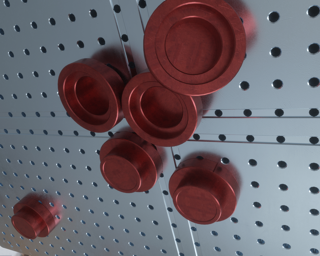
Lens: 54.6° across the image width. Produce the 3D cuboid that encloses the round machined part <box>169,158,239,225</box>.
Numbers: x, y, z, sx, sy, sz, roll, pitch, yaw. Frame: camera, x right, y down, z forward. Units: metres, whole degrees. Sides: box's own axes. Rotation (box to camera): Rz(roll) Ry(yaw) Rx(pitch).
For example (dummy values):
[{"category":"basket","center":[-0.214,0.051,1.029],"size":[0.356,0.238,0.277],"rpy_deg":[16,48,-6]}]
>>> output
[{"category":"round machined part","center":[0.057,0.094,0.429],"size":[0.098,0.042,0.097],"rpy_deg":[13,124,21]}]

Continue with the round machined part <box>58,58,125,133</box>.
[{"category":"round machined part","center":[-0.084,-0.046,0.414],"size":[0.098,0.042,0.097],"rpy_deg":[16,125,24]}]

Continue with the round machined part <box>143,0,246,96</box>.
[{"category":"round machined part","center":[0.032,-0.081,0.313],"size":[0.099,0.042,0.097],"rpy_deg":[0,95,-4]}]

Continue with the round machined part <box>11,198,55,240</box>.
[{"category":"round machined part","center":[-0.283,0.203,0.677],"size":[0.098,0.042,0.097],"rpy_deg":[13,124,21]}]

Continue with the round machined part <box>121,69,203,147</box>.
[{"category":"round machined part","center":[0.006,-0.029,0.380],"size":[0.098,0.042,0.097],"rpy_deg":[13,124,21]}]

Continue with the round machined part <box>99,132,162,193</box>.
[{"category":"round machined part","center":[-0.050,0.058,0.463],"size":[0.098,0.042,0.097],"rpy_deg":[13,124,21]}]
